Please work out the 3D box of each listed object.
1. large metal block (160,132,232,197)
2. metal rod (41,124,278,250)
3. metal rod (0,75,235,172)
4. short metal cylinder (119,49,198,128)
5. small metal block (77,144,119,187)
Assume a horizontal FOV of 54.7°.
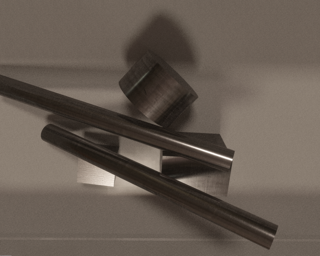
[{"bbox_3d":[0.041,0.043,0.399,0.081,0.080,0.050,3,110,-2],"label":"large metal block"},{"bbox_3d":[-0.020,0.056,0.356,0.301,0.025,0.025,21,111,23],"label":"metal rod"},{"bbox_3d":[-0.064,-0.009,0.363,0.301,0.025,0.025,18,110,10],"label":"metal rod"},{"bbox_3d":[-0.001,-0.046,0.365,0.080,0.080,0.050,41,105,-14],"label":"short metal cylinder"},{"bbox_3d":[-0.085,0.050,0.429,0.050,0.025,0.050,8,110,-4],"label":"small metal block"}]
